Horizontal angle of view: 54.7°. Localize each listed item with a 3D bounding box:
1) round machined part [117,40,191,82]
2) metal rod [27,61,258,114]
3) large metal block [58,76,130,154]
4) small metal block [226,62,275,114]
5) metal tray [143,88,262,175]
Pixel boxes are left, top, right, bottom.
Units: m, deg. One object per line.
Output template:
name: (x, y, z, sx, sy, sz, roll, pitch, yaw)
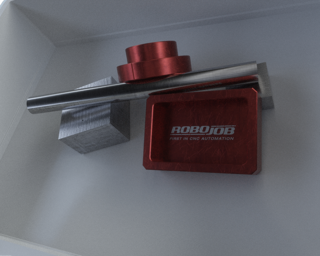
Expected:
round machined part: (-0.009, -0.089, 0.412, 0.098, 0.098, 0.042, -4, 100, 26)
metal rod: (-0.034, -0.048, 0.392, 0.301, 0.025, 0.025, -6, 59, 16)
large metal block: (-0.092, -0.017, 0.443, 0.080, 0.050, 0.080, -16, 55, 18)
small metal block: (0.108, -0.047, 0.375, 0.050, 0.025, 0.050, -11, 57, 22)
metal tray: (0.046, 0.005, 0.354, 0.130, 0.030, 0.090, -1, 80, 26)
